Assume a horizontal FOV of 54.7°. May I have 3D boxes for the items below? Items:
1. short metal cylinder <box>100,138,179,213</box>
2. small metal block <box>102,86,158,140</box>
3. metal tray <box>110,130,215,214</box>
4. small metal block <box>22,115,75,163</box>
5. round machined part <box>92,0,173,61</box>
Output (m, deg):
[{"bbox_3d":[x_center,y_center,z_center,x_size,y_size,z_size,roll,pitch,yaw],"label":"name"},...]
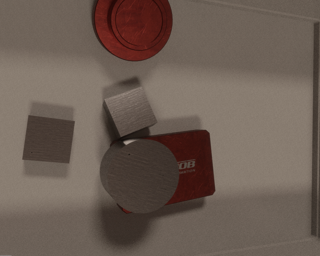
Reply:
[{"bbox_3d":[-0.025,0.052,0.357,0.081,0.050,0.079,0,90,-20],"label":"short metal cylinder"},{"bbox_3d":[-0.038,-0.019,0.392,0.050,0.025,0.050,-23,86,-19],"label":"small metal block"},{"bbox_3d":[0.006,0.054,0.411,0.131,0.030,0.089,-7,93,-20],"label":"metal tray"},{"bbox_3d":[-0.130,0.013,0.363,0.050,0.025,0.050,8,87,-20],"label":"small metal block"},{"bbox_3d":[-0.030,-0.130,0.376,0.099,0.042,0.097,-7,110,-18],"label":"round machined part"}]
